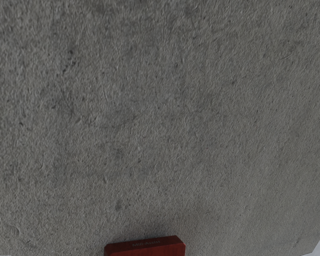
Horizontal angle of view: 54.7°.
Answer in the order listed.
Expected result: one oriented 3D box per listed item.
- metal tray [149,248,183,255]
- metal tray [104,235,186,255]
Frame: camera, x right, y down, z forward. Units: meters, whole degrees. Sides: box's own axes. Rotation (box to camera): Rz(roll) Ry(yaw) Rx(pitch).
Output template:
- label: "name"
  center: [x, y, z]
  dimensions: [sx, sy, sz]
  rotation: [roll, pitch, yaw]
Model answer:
- label: "metal tray"
  center: [-0.023, 0.274, 0.561]
  dimensions: [0.131, 0.030, 0.089]
  rotation: [-4, 121, -26]
- label: "metal tray"
  center: [-0.025, 0.231, 0.506]
  dimensions: [0.131, 0.030, 0.089]
  rotation: [1, 97, -23]
